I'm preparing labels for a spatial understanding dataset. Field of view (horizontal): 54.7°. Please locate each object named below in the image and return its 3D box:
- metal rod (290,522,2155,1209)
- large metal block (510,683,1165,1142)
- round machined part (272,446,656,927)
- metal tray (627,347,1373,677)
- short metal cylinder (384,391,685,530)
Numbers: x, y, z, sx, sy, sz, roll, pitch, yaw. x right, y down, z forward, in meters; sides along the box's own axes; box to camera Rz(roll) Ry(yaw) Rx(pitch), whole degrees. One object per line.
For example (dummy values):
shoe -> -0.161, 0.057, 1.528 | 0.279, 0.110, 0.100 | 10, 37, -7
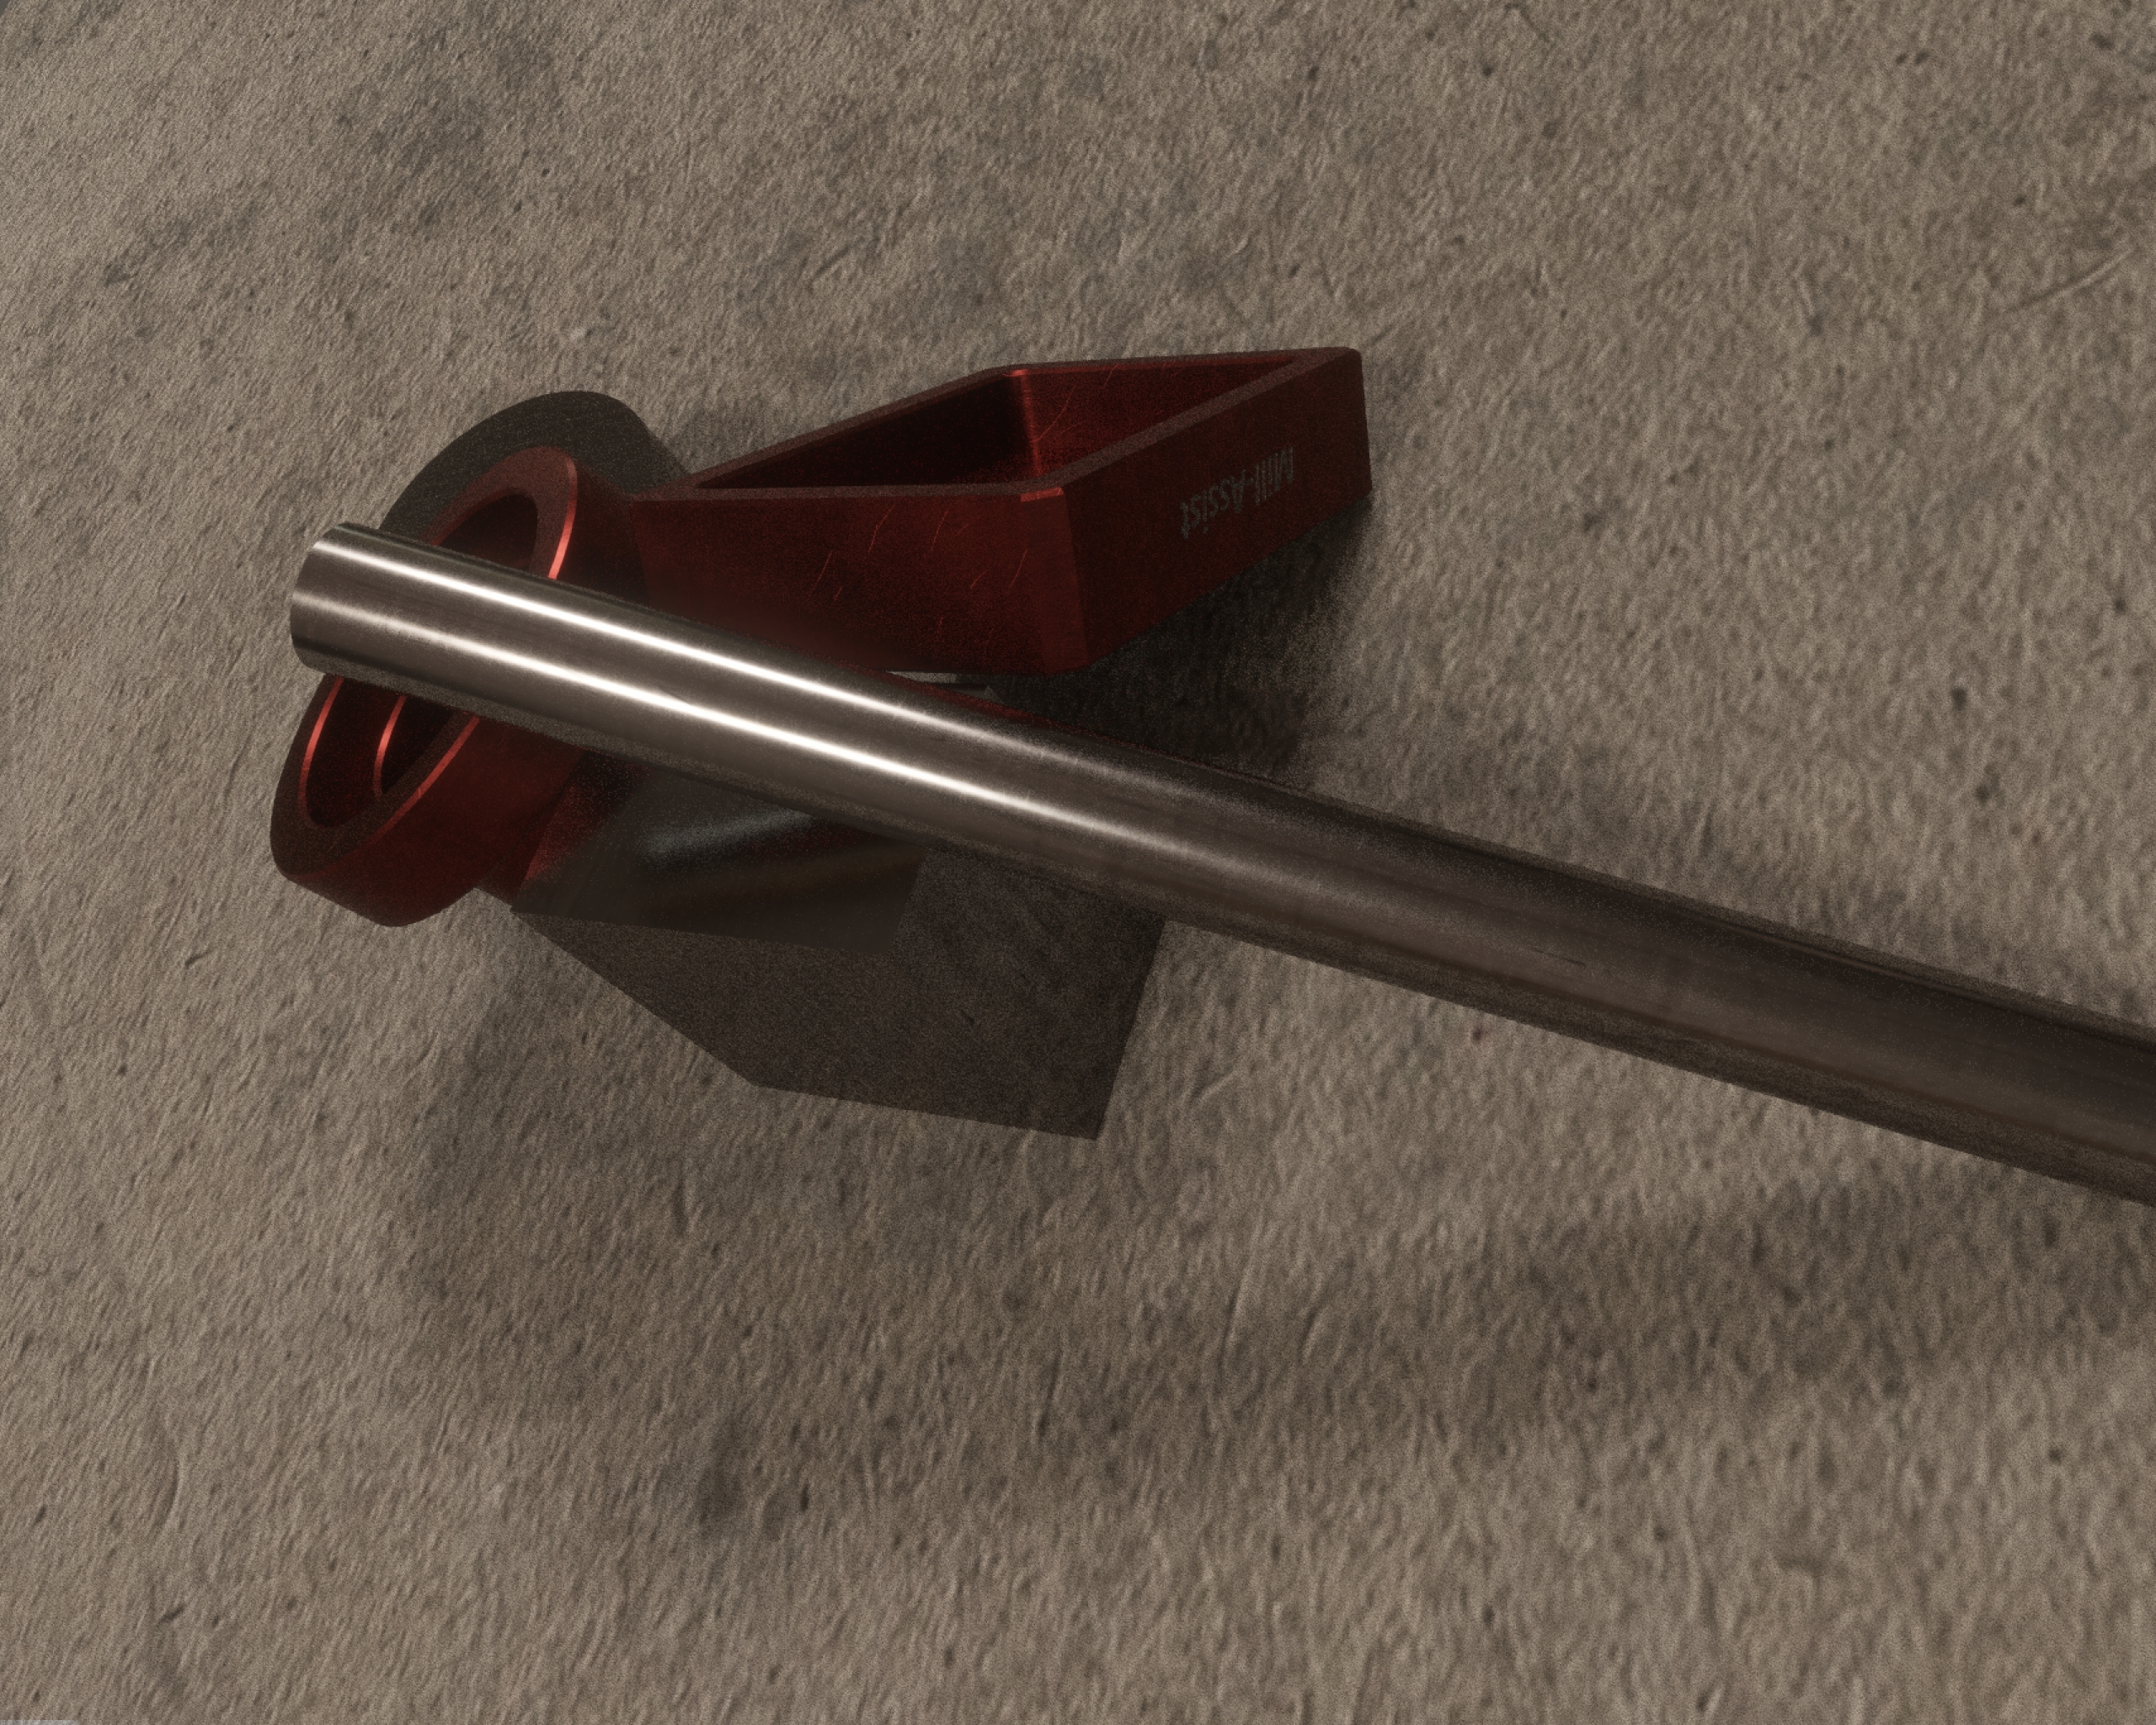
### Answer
metal rod -> 0.022, -0.002, 0.318 | 0.301, 0.025, 0.025 | 16, 68, 8
large metal block -> -0.040, 0.008, 0.384 | 0.080, 0.080, 0.050 | 5, 64, 30
round machined part -> -0.113, -0.030, 0.414 | 0.098, 0.042, 0.098 | -30, 42, 32
metal tray -> -0.010, -0.071, 0.400 | 0.090, 0.030, 0.131 | 5, 24, 30
short metal cylinder -> -0.119, -0.063, 0.488 | 0.080, 0.050, 0.080 | -13, 56, 20
